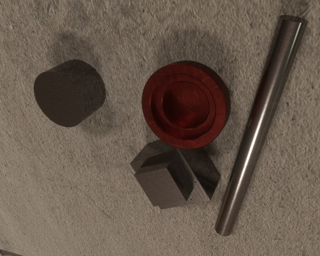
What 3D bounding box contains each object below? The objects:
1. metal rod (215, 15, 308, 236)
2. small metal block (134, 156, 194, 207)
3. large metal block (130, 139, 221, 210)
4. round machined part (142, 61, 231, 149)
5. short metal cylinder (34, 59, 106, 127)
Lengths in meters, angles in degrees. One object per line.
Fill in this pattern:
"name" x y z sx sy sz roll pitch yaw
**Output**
"metal rod" 0.106 0.023 0.364 0.025 0.025 0.298 19 126 17
"small metal block" 0.005 0.066 0.379 0.050 0.025 0.050 -18 109 35
"large metal block" 0.022 0.056 0.413 0.080 0.050 0.080 -21 107 35
"round machined part" 0.032 -0.028 0.354 0.098 0.042 0.097 9 113 23
"short metal cylinder" -0.122 -0.048 0.424 0.080 0.050 0.079 13 124 20
